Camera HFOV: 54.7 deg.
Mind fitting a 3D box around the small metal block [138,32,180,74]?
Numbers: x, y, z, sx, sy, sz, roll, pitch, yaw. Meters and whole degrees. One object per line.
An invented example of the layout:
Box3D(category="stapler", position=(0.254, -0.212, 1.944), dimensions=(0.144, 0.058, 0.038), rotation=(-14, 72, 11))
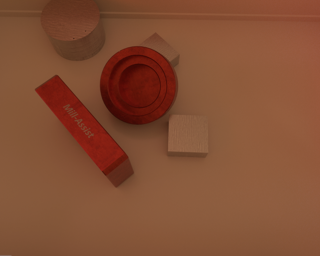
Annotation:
Box3D(category="small metal block", position=(-0.008, -0.101, 0.447), dimensions=(0.050, 0.025, 0.050), rotation=(-41, 75, -14))

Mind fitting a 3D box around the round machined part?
Box3D(category="round machined part", position=(-0.025, -0.055, 0.406), dimensions=(0.098, 0.042, 0.097), rotation=(1, 97, 12))

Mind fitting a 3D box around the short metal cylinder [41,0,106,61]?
Box3D(category="short metal cylinder", position=(-0.123, -0.145, 0.448), dimensions=(0.081, 0.050, 0.080), rotation=(0, 70, 0))

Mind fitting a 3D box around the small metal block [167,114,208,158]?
Box3D(category="small metal block", position=(0.036, 0.011, 0.406), dimensions=(0.050, 0.025, 0.050), rotation=(2, 70, 0))

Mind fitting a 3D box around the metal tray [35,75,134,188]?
Box3D(category="metal tray", position=(-0.087, 0.007, 0.371), dimensions=(0.030, 0.090, 0.130), rotation=(-40, 75, -13))
